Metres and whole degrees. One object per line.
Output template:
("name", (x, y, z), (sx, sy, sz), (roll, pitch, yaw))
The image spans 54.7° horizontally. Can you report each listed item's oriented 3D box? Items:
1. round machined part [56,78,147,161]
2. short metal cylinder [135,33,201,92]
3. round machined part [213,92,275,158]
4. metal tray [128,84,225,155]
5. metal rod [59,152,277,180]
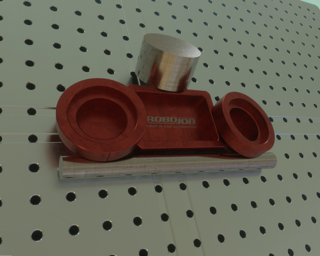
("round machined part", (-0.067, -0.006, 0.354), (0.099, 0.042, 0.098), (9, 57, -14))
("short metal cylinder", (0.010, -0.092, 0.430), (0.081, 0.050, 0.080), (14, 31, -8))
("round machined part", (0.115, -0.001, 0.448), (0.099, 0.042, 0.098), (20, 50, -25))
("metal tray", (0.017, -0.009, 0.414), (0.131, 0.030, 0.090), (1, 62, -28))
("metal rod", (0.031, 0.045, 0.392), (0.303, 0.025, 0.025), (2, 61, -28))
